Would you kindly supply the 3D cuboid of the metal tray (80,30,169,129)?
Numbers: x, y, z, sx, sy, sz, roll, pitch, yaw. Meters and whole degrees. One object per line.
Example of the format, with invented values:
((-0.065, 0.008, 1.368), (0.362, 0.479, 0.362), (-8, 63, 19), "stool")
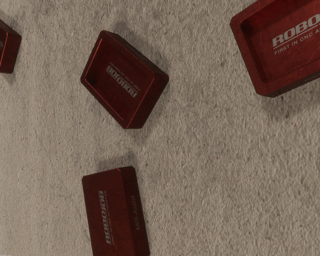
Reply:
((-0.056, -0.070, 0.445), (0.130, 0.030, 0.089), (45, 116, 30), "metal tray")

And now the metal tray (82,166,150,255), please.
((-0.068, 0.128, 0.455), (0.090, 0.030, 0.129), (-18, 79, 38), "metal tray")

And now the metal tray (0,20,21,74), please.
((-0.363, -0.189, 0.696), (0.130, 0.030, 0.089), (37, 112, 33), "metal tray")

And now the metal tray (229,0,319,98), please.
((0.139, -0.094, 0.285), (0.130, 0.030, 0.090), (-26, 74, 36), "metal tray")
